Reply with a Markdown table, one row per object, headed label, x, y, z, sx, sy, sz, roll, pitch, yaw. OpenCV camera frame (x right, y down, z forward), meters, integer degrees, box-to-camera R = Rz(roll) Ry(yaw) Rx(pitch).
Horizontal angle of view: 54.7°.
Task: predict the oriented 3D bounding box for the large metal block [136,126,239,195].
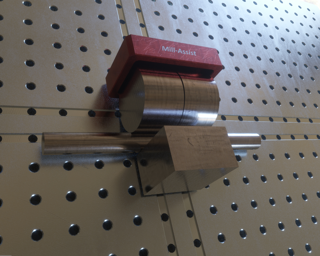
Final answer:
| label | x | y | z | sx | sy | sz | roll | pitch | yaw |
| --- | --- | --- | --- | --- | --- | --- | --- | --- | --- |
| large metal block | 0.028 | 0.038 | 0.359 | 0.081 | 0.080 | 0.050 | 1 | 62 | -28 |

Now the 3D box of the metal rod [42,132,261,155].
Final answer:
| label | x | y | z | sx | sy | sz | roll | pitch | yaw |
| --- | --- | --- | --- | --- | --- | --- | --- | --- | --- |
| metal rod | 0.010 | 0.018 | 0.397 | 0.303 | 0.025 | 0.025 | 1 | 62 | -28 |

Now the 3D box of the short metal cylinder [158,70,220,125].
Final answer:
| label | x | y | z | sx | sy | sz | roll | pitch | yaw |
| --- | --- | --- | --- | --- | --- | --- | --- | --- | --- |
| short metal cylinder | 0.033 | -0.034 | 0.408 | 0.050 | 0.080 | 0.080 | 2 | 61 | -28 |

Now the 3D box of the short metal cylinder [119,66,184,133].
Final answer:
| label | x | y | z | sx | sy | sz | roll | pitch | yaw |
| --- | --- | --- | --- | --- | --- | --- | --- | --- | --- |
| short metal cylinder | -0.013 | -0.034 | 0.383 | 0.050 | 0.080 | 0.080 | 1 | 62 | -28 |

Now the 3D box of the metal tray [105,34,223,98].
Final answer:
| label | x | y | z | sx | sy | sz | roll | pitch | yaw |
| --- | --- | --- | --- | --- | --- | --- | --- | --- | --- |
| metal tray | 0.005 | -0.072 | 0.408 | 0.131 | 0.090 | 0.030 | 1 | 62 | -28 |
